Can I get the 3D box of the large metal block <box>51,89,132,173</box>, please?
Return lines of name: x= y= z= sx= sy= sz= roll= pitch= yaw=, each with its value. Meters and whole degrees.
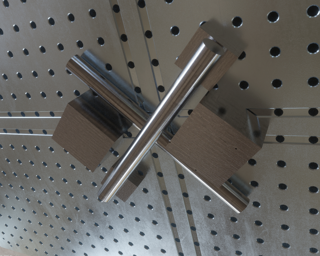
large metal block: x=-0.099 y=0.005 z=0.451 sx=0.080 sy=0.050 sz=0.080 roll=40 pitch=129 yaw=1

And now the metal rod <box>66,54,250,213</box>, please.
metal rod: x=-0.003 y=0.008 z=0.416 sx=0.300 sy=0.025 sz=0.025 roll=40 pitch=129 yaw=0

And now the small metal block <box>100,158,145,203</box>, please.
small metal block: x=-0.060 y=0.084 z=0.495 sx=0.050 sy=0.025 sz=0.050 roll=38 pitch=129 yaw=2

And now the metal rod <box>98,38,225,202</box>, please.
metal rod: x=-0.017 y=0.013 z=0.395 sx=0.025 sy=0.025 sz=0.298 roll=39 pitch=129 yaw=2

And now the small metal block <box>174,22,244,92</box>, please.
small metal block: x=0.052 y=-0.077 z=0.337 sx=0.050 sy=0.025 sz=0.050 roll=39 pitch=129 yaw=1

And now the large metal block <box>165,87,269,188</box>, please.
large metal block: x=0.066 y=0.011 z=0.367 sx=0.080 sy=0.050 sz=0.080 roll=37 pitch=129 yaw=3
